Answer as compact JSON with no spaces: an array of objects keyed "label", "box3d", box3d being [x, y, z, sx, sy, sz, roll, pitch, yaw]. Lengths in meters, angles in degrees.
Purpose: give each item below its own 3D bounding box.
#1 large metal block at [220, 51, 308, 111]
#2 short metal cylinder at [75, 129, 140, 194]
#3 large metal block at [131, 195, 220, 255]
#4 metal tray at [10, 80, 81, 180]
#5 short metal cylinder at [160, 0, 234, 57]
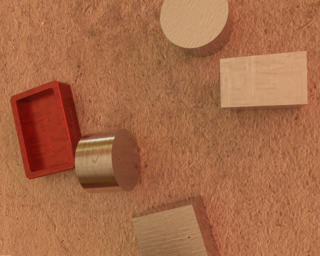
[{"label":"large metal block","box3d":[0.113,-0.047,0.340,0.080,0.080,0.050,-1,90,20]},{"label":"short metal cylinder","box3d":[-0.065,0.043,0.403,0.050,0.080,0.080,-8,88,20]},{"label":"large metal block","box3d":[0.021,0.138,0.388,0.080,0.050,0.080,-19,84,19]},{"label":"metal tray","box3d":[-0.168,0.004,0.465,0.090,0.030,0.129,-15,85,19]},{"label":"short metal cylinder","box3d":[0.047,-0.132,0.379,0.080,0.050,0.080,0,90,20]}]
